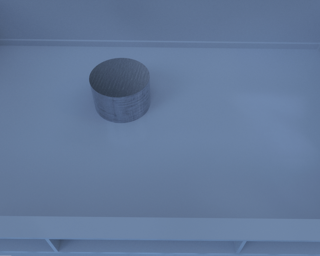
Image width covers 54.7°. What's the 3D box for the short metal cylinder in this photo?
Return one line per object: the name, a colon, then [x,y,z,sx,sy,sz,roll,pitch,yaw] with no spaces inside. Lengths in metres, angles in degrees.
short metal cylinder: [-0.054,-0.053,0.433,0.081,0.050,0.080,0,50,0]
